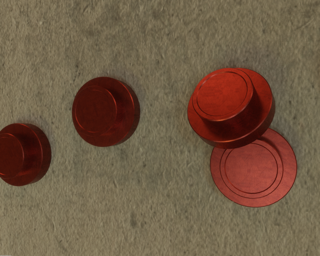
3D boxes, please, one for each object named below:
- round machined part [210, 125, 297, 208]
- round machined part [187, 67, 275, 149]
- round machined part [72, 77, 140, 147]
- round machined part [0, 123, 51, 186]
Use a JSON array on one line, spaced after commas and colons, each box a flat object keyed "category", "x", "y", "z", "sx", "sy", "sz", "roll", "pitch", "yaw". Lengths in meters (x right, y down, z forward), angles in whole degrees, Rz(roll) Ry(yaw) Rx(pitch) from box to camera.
[{"category": "round machined part", "x": 0.107, "y": 0.045, "z": 0.362, "sx": 0.098, "sy": 0.042, "sz": 0.097, "roll": 0, "pitch": 90, "yaw": 19}, {"category": "round machined part", "x": 0.076, "y": -0.029, "z": 0.351, "sx": 0.098, "sy": 0.042, "sz": 0.098, "roll": -14, "pitch": 57, "yaw": 23}, {"category": "round machined part", "x": -0.081, "y": -0.022, "z": 0.427, "sx": 0.098, "sy": 0.042, "sz": 0.097, "roll": 0, "pitch": 90, "yaw": 19}, {"category": "round machined part", "x": -0.222, "y": 0.041, "z": 0.476, "sx": 0.098, "sy": 0.042, "sz": 0.097, "roll": 0, "pitch": 90, "yaw": 19}]
